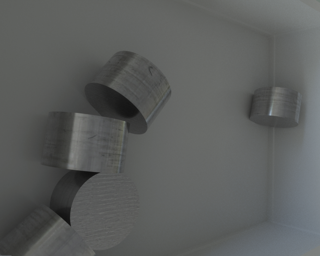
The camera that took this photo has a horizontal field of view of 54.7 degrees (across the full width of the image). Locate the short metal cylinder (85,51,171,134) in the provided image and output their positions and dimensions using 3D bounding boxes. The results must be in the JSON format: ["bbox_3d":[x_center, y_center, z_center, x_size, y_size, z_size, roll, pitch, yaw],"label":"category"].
[{"bbox_3d":[-0.035,-0.038,0.343,0.080,0.080,0.050,49,61,-29],"label":"short metal cylinder"}]

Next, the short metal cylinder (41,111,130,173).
[{"bbox_3d":[-0.073,0.015,0.311,0.081,0.080,0.050,11,83,-40],"label":"short metal cylinder"}]

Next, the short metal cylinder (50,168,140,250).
[{"bbox_3d":[-0.069,0.083,0.334,0.081,0.050,0.079,0,90,-40],"label":"short metal cylinder"}]

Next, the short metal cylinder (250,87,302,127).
[{"bbox_3d":[0.203,-0.035,0.545,0.080,0.080,0.050,20,78,-39],"label":"short metal cylinder"}]

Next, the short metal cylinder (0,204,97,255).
[{"bbox_3d":[-0.103,0.117,0.286,0.050,0.080,0.080,-45,117,-31],"label":"short metal cylinder"}]
